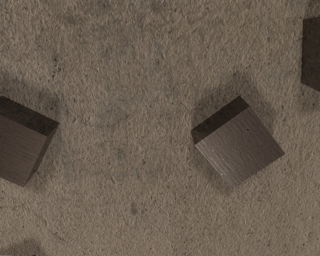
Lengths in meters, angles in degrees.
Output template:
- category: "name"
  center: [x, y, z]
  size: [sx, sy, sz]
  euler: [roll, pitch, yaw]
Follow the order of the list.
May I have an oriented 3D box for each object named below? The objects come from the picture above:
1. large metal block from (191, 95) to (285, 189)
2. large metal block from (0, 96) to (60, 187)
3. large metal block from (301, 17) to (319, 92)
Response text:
- category: "large metal block"
  center: [0.099, 0.018, 0.405]
  size: [0.080, 0.050, 0.080]
  euler: [-37, 106, 12]
- category: "large metal block"
  center: [-0.190, 0.017, 0.400]
  size: [0.080, 0.050, 0.080]
  euler: [27, 108, -10]
- category: "large metal block"
  center: [0.219, -0.092, 0.366]
  size: [0.080, 0.050, 0.079]
  euler: [-7, 110, 2]
